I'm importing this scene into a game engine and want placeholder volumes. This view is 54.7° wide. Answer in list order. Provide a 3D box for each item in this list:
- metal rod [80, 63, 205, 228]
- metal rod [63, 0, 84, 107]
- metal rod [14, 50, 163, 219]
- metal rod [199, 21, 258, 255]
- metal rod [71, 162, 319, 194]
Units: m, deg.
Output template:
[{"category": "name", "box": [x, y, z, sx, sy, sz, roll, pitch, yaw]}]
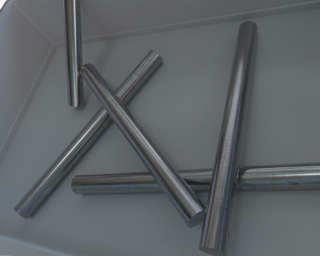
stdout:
[{"category": "metal rod", "box": [-0.038, -0.001, 0.393, 0.025, 0.025, 0.300, -41, 51, 1]}, {"category": "metal rod", "box": [-0.133, -0.181, 0.469, 0.025, 0.025, 0.298, 10, 106, 32]}, {"category": "metal rod", "box": [-0.100, 0.004, 0.455, 0.025, 0.025, 0.300, 33, 80, 38]}, {"category": "metal rod", "box": [0.084, -0.014, 0.347, 0.025, 0.025, 0.300, -1, 54, 27]}, {"category": "metal rod", "box": [0.025, 0.060, 0.355, 0.300, 0.025, 0.025, -7, 59, 24]}]
